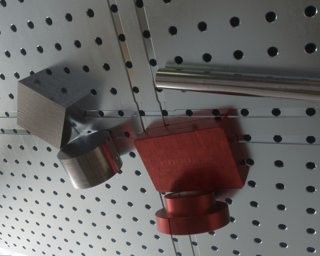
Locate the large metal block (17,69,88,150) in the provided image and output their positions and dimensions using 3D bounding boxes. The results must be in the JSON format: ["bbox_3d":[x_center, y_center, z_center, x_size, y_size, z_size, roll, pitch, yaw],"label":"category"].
[{"bbox_3d":[-0.161,-0.028,0.461,0.080,0.050,0.079,29,128,9],"label":"large metal block"}]

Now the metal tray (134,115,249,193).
[{"bbox_3d":[0.040,0.039,0.410,0.130,0.030,0.090,-10,113,32],"label":"metal tray"}]

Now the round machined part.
[{"bbox_3d":[0.042,0.108,0.415,0.098,0.099,0.042,-10,86,32],"label":"round machined part"}]

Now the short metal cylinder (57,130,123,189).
[{"bbox_3d":[-0.102,0.045,0.455,0.080,0.080,0.050,-8,115,31],"label":"short metal cylinder"}]

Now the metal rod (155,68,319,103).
[{"bbox_3d":[0.137,-0.040,0.313,0.301,0.025,0.025,8,122,23],"label":"metal rod"}]
